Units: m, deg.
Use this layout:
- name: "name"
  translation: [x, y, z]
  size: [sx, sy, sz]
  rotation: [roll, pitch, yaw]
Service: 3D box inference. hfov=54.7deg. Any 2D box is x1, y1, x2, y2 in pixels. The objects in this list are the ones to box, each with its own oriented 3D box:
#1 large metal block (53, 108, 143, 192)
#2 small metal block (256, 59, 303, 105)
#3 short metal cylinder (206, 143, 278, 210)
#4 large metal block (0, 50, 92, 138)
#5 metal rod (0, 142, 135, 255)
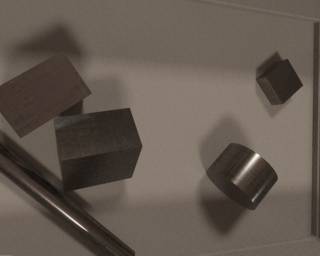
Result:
- name: "large metal block"
  translation: [-0.071, 0.026, 0.348]
  size: [0.081, 0.080, 0.050]
  rotation: [-9, 60, -20]
- name: "small metal block"
  translation: [0.186, -0.071, 0.481]
  size: [0.050, 0.025, 0.050]
  rotation: [-40, 103, -16]
- name: "short metal cylinder"
  translation: [0.111, 0.066, 0.424]
  size: [0.050, 0.080, 0.080]
  rotation: [-47, 105, -14]
- name: "large metal block"
  translation: [-0.127, -0.033, 0.335]
  size: [0.080, 0.080, 0.050]
  rotation: [-36, 102, -17]
- name: "metal rod"
  translation: [-0.144, 0.066, 0.357]
  size: [0.300, 0.025, 0.025]
  rotation: [45, 76, -15]
